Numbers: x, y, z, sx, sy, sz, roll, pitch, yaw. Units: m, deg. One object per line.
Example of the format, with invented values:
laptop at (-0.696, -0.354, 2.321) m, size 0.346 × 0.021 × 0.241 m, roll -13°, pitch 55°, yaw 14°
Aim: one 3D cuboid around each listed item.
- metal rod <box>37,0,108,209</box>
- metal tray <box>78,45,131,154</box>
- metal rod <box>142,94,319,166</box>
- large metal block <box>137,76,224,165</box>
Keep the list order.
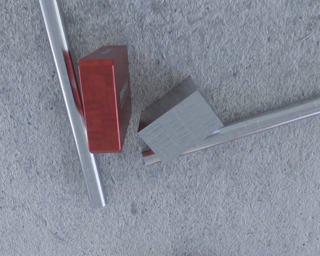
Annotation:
metal rod at (-0.109, -0.029, 0.397) m, size 0.025 × 0.025 × 0.298 m, roll -8°, pitch 110°, yaw 2°
metal tray at (-0.054, -0.038, 0.339) m, size 0.030 × 0.130 × 0.089 m, roll -2°, pitch 110°, yaw 0°
metal rod at (0.122, -0.004, 0.409) m, size 0.301 × 0.025 × 0.025 m, roll -17°, pitch 109°, yaw 6°
large metal block at (0.022, -0.012, 0.376) m, size 0.080 × 0.080 × 0.050 m, roll -35°, pitch 107°, yaw 12°
